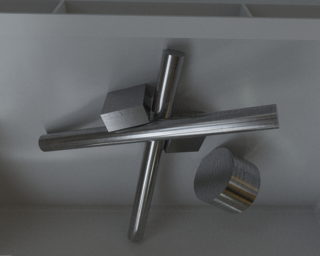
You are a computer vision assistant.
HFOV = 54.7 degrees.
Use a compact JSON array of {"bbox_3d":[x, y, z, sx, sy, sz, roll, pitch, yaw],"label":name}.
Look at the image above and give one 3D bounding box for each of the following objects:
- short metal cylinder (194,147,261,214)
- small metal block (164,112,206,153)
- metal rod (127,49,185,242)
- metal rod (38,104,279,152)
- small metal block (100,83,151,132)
[{"bbox_3d":[0.093,0.074,0.438,0.050,0.080,0.080,29,124,-23],"label":"short metal cylinder"},{"bbox_3d":[0.033,0.006,0.405,0.050,0.025,0.050,-1,133,-25],"label":"small metal block"},{"bbox_3d":[-0.012,0.044,0.414,0.025,0.025,0.298,8,120,-7],"label":"metal rod"},{"bbox_3d":[-0.020,0.004,0.366,0.301,0.025,0.025,-7,132,23],"label":"metal rod"},{"bbox_3d":[-0.039,-0.025,0.370,0.050,0.050,0.025,-12,125,10],"label":"small metal block"}]
